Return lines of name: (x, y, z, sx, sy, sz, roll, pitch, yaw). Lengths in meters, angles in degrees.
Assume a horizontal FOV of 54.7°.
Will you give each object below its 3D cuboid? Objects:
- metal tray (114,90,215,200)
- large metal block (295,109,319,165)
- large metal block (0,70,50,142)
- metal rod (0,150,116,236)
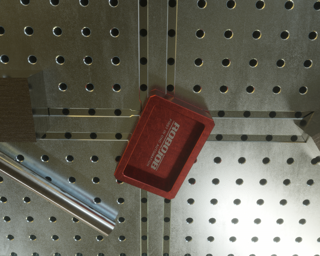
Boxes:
metal tray: (0.004, 0.025, 0.419, 0.090, 0.030, 0.129, 23, 108, -9)
large metal block: (0.242, 0.011, 0.406, 0.080, 0.050, 0.080, -34, 107, 11)
large metal block: (-0.191, -0.029, 0.388, 0.081, 0.050, 0.079, 0, 110, 0)
metal rod: (-0.193, 0.066, 0.435, 0.301, 0.025, 0.025, 36, 106, -13)
